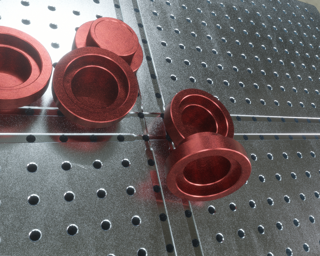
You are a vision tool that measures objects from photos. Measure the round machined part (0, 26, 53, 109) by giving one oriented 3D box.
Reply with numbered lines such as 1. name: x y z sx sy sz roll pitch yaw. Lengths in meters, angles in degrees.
1. round machined part: -0.174 -0.062 0.342 0.099 0.042 0.098 14 56 -21

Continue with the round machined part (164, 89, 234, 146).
1. round machined part: 0.049 -0.003 0.427 0.099 0.042 0.098 14 56 -21

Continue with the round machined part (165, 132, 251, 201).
1. round machined part: 0.054 0.043 0.369 0.099 0.097 0.042 15 39 -21

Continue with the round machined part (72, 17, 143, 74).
1. round machined part: -0.068 -0.115 0.431 0.099 0.042 0.098 14 56 -21

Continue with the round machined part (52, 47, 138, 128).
1. round machined part: -0.080 -0.045 0.376 0.099 0.042 0.098 8 68 -20
